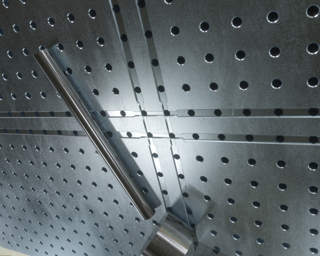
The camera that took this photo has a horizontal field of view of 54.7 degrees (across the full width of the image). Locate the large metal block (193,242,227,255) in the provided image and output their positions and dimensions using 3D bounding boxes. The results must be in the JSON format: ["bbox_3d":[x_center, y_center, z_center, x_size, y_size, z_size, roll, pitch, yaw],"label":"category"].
[{"bbox_3d":[0.083,0.246,0.503,0.080,0.050,0.079,23,127,14],"label":"large metal block"}]

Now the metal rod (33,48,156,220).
[{"bbox_3d":[-0.092,0.018,0.470,0.025,0.025,0.299,-20,108,35],"label":"metal rod"}]

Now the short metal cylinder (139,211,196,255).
[{"bbox_3d":[0.012,0.177,0.479,0.050,0.080,0.079,35,129,5],"label":"short metal cylinder"}]
